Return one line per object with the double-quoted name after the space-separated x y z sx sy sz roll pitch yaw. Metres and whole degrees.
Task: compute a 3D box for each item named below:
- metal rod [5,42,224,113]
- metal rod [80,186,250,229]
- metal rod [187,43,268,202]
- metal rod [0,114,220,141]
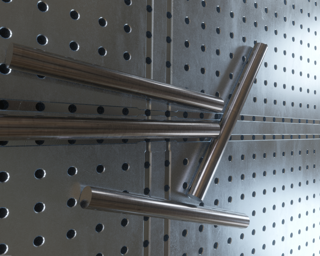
-0.026 -0.052 0.386 0.302 0.025 0.025 8 85 -40 "metal rod"
0.030 0.117 0.433 0.302 0.025 0.025 20 77 -38 "metal rod"
0.116 -0.022 0.504 0.025 0.025 0.300 42 65 -32 "metal rod"
-0.033 0.001 0.380 0.302 0.025 0.025 1 90 -40 "metal rod"
